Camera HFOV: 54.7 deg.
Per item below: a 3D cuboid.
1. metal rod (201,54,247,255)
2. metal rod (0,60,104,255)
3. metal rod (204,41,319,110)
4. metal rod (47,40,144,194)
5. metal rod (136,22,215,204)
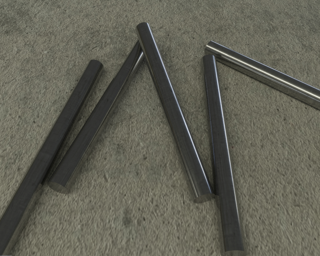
[{"bbox_3d":[0.074,0.008,0.396,0.025,0.025,0.300,1,50,1],"label":"metal rod"},{"bbox_3d":[-0.131,0.016,0.388,0.025,0.025,0.300,9,51,7],"label":"metal rod"},{"bbox_3d":[0.196,-0.059,0.453,0.300,0.025,0.025,33,57,24],"label":"metal rod"},{"bbox_3d":[-0.069,-0.043,0.438,0.025,0.025,0.300,14,51,11],"label":"metal rod"},{"bbox_3d":[0.010,-0.042,0.421,0.025,0.025,0.299,-11,56,-9],"label":"metal rod"}]
